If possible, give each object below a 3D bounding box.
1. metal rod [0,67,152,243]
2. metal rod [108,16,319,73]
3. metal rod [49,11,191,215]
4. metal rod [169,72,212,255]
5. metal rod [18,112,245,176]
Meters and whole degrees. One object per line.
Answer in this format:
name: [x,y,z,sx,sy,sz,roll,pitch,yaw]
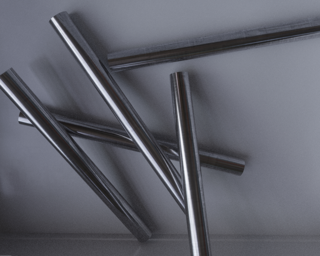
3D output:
metal rod: [-0.100,0.051,0.409,0.025,0.025,0.299,-30,115,10]
metal rod: [0.088,-0.104,0.373,0.302,0.025,0.025,-9,110,3]
metal rod: [-0.036,-0.008,0.387,0.025,0.025,0.299,-33,99,11]
metal rod: [0.041,0.080,0.375,0.025,0.025,0.298,-7,85,2]
metal rod: [-0.033,0.019,0.417,0.302,0.025,0.025,14,110,-6]
